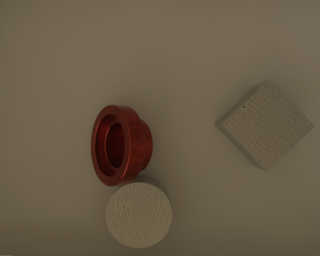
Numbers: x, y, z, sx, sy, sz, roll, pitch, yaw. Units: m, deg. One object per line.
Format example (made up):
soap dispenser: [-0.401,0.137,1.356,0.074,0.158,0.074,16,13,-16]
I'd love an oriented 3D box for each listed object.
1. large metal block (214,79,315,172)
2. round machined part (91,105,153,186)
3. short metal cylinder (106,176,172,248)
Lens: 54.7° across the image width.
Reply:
large metal block: [0.132,-0.003,0.401,0.080,0.050,0.080,-44,91,0]
round machined part: [-0.045,0.021,0.384,0.042,0.098,0.097,3,90,-38]
short metal cylinder: [-0.025,0.105,0.399,0.081,0.050,0.079,0,90,-1]
